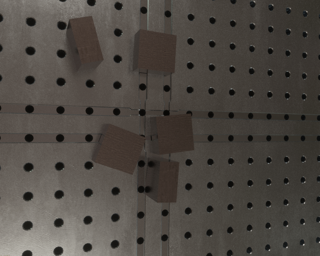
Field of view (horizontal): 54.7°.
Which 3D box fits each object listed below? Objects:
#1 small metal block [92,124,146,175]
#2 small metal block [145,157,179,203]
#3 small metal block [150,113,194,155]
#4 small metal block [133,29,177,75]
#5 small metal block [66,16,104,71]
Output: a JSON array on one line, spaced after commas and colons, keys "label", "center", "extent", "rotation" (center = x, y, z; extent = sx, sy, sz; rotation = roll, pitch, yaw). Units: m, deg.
[{"label": "small metal block", "center": [-0.052, 0.027, 0.394], "extent": [0.050, 0.025, 0.050], "rotation": [22, 83, -19]}, {"label": "small metal block", "center": [0.002, 0.066, 0.401], "extent": [0.025, 0.050, 0.050], "rotation": [5, 89, -20]}, {"label": "small metal block", "center": [0.016, 0.008, 0.420], "extent": [0.050, 0.025, 0.050], "rotation": [-6, 92, -20]}, {"label": "small metal block", "center": [-0.007, -0.099, 0.411], "extent": [0.050, 0.025, 0.050], "rotation": [4, 89, -20]}, {"label": "small metal block", "center": [-0.090, -0.098, 0.367], "extent": [0.025, 0.050, 0.050], "rotation": [-16, 96, -20]}]
